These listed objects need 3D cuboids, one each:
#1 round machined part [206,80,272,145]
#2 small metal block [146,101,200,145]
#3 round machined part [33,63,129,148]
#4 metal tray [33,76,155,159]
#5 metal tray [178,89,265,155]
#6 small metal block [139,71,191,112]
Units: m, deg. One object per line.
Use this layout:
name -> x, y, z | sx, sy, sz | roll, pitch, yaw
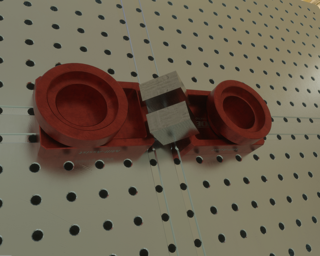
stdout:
round machined part -> 0.109, -0.018, 0.451 | 0.099, 0.042, 0.098 | 14, 56, -21
small metal block -> 0.017, -0.005, 0.385 | 0.050, 0.050, 0.025 | -19, 65, 12
round machined part -> -0.089, -0.021, 0.346 | 0.099, 0.042, 0.098 | 14, 56, -21
metal tray -> -0.078, -0.013, 0.372 | 0.131, 0.030, 0.090 | -1, 64, -29
metal tray -> 0.083, -0.009, 0.455 | 0.131, 0.030, 0.090 | 1, 62, -28
small metal block -> 0.007, -0.044, 0.404 | 0.050, 0.050, 0.025 | -19, 65, 12
